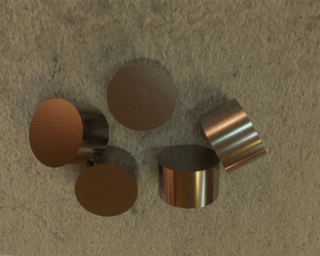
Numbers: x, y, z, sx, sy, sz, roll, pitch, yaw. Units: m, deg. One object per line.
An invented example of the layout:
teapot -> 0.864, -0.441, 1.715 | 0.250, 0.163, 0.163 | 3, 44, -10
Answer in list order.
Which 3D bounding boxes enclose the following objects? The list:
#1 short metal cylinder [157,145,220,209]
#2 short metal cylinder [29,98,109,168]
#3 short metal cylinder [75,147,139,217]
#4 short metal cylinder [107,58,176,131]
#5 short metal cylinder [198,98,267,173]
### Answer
short metal cylinder -> 0.037, 0.060, 0.403 | 0.081, 0.080, 0.050 | -2, 110, 0
short metal cylinder -> -0.110, 0.007, 0.378 | 0.080, 0.050, 0.080 | -2, 86, 24
short metal cylinder -> -0.070, 0.072, 0.421 | 0.081, 0.050, 0.079 | -1, 112, -2
short metal cylinder -> -0.021, -0.042, 0.381 | 0.081, 0.050, 0.079 | 0, 110, -1
short metal cylinder -> 0.089, 0.009, 0.385 | 0.050, 0.080, 0.080 | -29, 108, 10
